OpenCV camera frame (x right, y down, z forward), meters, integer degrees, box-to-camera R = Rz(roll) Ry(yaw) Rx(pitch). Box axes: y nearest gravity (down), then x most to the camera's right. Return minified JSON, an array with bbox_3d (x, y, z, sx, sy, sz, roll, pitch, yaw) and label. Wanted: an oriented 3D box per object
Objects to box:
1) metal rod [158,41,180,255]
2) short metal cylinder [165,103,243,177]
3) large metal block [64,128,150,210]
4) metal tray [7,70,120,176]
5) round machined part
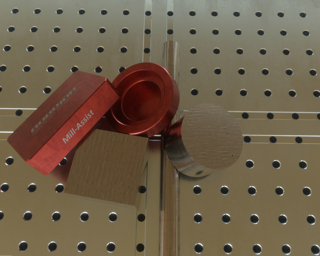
[{"bbox_3d":[0.013,0.019,0.405,0.025,0.025,0.299,1,70,0],"label":"metal rod"},{"bbox_3d":[0.053,0.016,0.379,0.081,0.050,0.080,7,69,-19],"label":"short metal cylinder"},{"bbox_3d":[-0.060,0.050,0.379,0.080,0.050,0.080,10,70,3],"label":"large metal block"},{"bbox_3d":[-0.121,-0.013,0.387,0.130,0.030,0.090,-50,39,-16],"label":"metal tray"},{"bbox_3d":[-0.020,-0.032,0.400,0.098,0.042,0.098,-9,67,23],"label":"round machined part"}]
